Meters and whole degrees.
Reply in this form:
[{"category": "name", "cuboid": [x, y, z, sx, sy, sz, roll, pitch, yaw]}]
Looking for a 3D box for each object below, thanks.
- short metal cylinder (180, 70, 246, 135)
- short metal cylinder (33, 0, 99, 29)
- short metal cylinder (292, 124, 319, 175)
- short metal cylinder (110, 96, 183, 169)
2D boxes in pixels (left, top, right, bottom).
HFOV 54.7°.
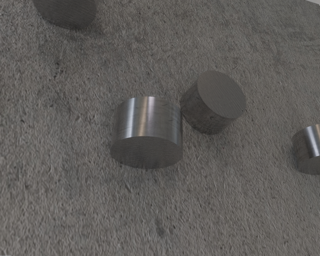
[{"category": "short metal cylinder", "cuboid": [0.077, -0.036, 0.451, 0.081, 0.050, 0.080, 14, 56, -21]}, {"category": "short metal cylinder", "cuboid": [-0.122, -0.180, 0.413, 0.081, 0.080, 0.050, 16, 56, -20]}, {"category": "short metal cylinder", "cuboid": [0.254, 0.035, 0.484, 0.081, 0.080, 0.050, 14, 56, -21]}, {"category": "short metal cylinder", "cuboid": [-0.014, 0.008, 0.356, 0.081, 0.080, 0.050, 15, 56, -20]}]
